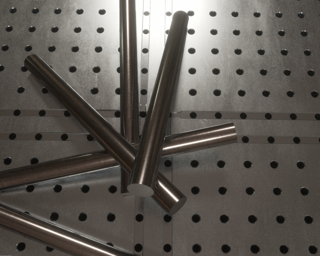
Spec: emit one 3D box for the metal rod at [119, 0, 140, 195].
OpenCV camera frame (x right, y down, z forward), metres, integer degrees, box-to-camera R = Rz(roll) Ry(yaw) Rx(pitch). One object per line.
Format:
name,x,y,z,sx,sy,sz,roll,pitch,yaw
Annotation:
metal rod,-0.043,-0.059,0.432,0.025,0.025,0.299,-3,70,-1

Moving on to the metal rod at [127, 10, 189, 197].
metal rod,0.007,-0.056,0.380,0.025,0.025,0.300,10,51,3

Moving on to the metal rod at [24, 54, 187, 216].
metal rod,-0.083,-0.009,0.374,0.025,0.025,0.300,-42,61,-14

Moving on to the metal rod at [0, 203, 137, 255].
metal rod,-0.078,0.142,0.358,0.301,0.025,0.025,19,71,6

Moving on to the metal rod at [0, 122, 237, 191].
metal rod,-0.060,0.037,0.373,0.302,0.025,0.025,-12,71,4
